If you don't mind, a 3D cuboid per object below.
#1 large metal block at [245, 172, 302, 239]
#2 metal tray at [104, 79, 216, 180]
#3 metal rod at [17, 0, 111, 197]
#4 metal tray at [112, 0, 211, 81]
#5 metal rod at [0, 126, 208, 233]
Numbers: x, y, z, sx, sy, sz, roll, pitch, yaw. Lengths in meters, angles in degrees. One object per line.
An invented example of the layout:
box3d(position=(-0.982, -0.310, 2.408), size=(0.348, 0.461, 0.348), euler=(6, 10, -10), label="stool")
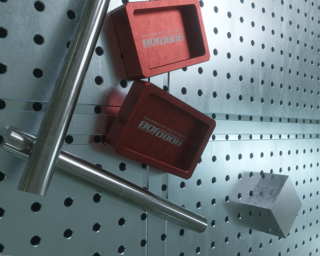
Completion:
box3d(position=(0.213, 0.142, 0.576), size=(0.080, 0.050, 0.080), euler=(-47, 119, -30), label="large metal block")
box3d(position=(0.006, 0.006, 0.397), size=(0.131, 0.030, 0.090), euler=(26, 89, -37), label="metal tray")
box3d(position=(-0.082, -0.080, 0.322), size=(0.025, 0.025, 0.299), euler=(27, 67, -37), label="metal rod")
box3d(position=(0.007, -0.121, 0.413), size=(0.131, 0.030, 0.089), euler=(-23, 105, -38), label="metal tray")
box3d(position=(-0.042, 0.077, 0.375), size=(0.301, 0.025, 0.025), euler=(34, 69, -35), label="metal rod")
